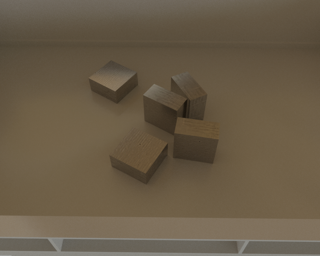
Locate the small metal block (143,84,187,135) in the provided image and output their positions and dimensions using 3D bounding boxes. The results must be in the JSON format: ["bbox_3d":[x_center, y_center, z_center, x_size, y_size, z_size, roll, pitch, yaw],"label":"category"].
[{"bbox_3d":[0.007,-0.023,0.408,0.050,0.050,0.025,27,55,20],"label":"small metal block"}]

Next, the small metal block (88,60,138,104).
[{"bbox_3d":[-0.069,-0.070,0.463,0.050,0.025,0.050,28,55,21],"label":"small metal block"}]

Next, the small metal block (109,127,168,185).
[{"bbox_3d":[-0.025,0.033,0.377,0.050,0.025,0.050,24,54,19],"label":"small metal block"}]

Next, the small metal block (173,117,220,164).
[{"bbox_3d":[0.043,0.016,0.376,0.050,0.050,0.025,8,51,6],"label":"small metal block"}]

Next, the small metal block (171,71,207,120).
[{"bbox_3d":[0.038,-0.040,0.422,0.025,0.050,0.050,-22,53,-17],"label":"small metal block"}]
